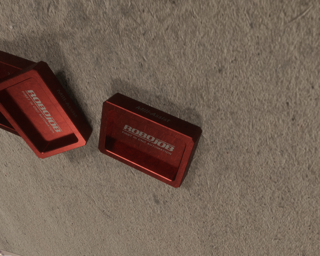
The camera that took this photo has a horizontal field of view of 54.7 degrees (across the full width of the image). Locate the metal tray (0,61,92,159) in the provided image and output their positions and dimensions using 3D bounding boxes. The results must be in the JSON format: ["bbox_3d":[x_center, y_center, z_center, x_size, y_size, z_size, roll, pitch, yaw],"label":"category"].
[{"bbox_3d":[-0.171,-0.022,0.449,0.090,0.030,0.130,-18,120,18],"label":"metal tray"}]

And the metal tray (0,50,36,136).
[{"bbox_3d":[-0.231,-0.050,0.491,0.090,0.030,0.129,20,126,16],"label":"metal tray"}]

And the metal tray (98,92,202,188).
[{"bbox_3d":[-0.018,0.017,0.421,0.130,0.030,0.089,24,127,13],"label":"metal tray"}]
